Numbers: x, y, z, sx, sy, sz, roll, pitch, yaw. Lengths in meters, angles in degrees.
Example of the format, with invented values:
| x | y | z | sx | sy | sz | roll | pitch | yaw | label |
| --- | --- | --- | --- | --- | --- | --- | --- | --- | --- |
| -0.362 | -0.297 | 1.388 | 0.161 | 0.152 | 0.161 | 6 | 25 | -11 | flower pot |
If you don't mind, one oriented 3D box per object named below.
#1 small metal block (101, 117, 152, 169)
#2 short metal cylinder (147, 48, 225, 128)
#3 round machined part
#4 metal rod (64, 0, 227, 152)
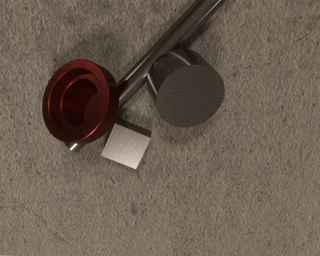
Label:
| x | y | z | sx | sy | sz | roll | pitch | yaw | label |
| --- | --- | --- | --- | --- | --- | --- | --- | --- | --- |
| -0.045 | 0.020 | 0.417 | 0.050 | 0.025 | 0.050 | 23 | 108 | -9 | small metal block |
| 0.029 | -0.047 | 0.367 | 0.081 | 0.050 | 0.079 | -8 | 125 | -12 | short metal cylinder |
| -0.090 | -0.029 | 0.372 | 0.098 | 0.042 | 0.097 | -4 | 80 | 26 | round machined part |
| -0.014 | -0.077 | 0.381 | 0.025 | 0.025 | 0.299 | 43 | 104 | -14 | metal rod |
